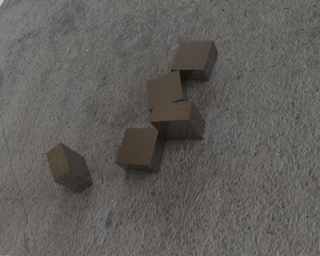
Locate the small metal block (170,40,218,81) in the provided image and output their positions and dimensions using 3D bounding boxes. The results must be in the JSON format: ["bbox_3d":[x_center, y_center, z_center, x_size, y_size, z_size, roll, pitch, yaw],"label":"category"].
[{"bbox_3d":[0.049,-0.095,0.436,0.050,0.025,0.050,6,64,31],"label":"small metal block"}]

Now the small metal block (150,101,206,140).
[{"bbox_3d":[0.023,-0.008,0.381,0.050,0.050,0.025,-3,61,27],"label":"small metal block"}]

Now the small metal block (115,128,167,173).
[{"bbox_3d":[-0.023,0.028,0.399,0.050,0.025,0.050,0,62,28],"label":"small metal block"}]

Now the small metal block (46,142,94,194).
[{"bbox_3d":[-0.121,0.055,0.418,0.025,0.050,0.050,-37,51,4],"label":"small metal block"}]

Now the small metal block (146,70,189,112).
[{"bbox_3d":[0.010,-0.046,0.427,0.050,0.025,0.050,-17,55,18],"label":"small metal block"}]
